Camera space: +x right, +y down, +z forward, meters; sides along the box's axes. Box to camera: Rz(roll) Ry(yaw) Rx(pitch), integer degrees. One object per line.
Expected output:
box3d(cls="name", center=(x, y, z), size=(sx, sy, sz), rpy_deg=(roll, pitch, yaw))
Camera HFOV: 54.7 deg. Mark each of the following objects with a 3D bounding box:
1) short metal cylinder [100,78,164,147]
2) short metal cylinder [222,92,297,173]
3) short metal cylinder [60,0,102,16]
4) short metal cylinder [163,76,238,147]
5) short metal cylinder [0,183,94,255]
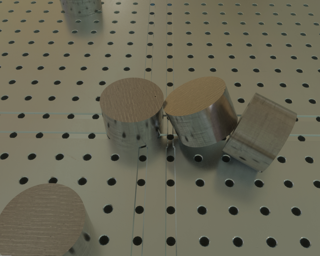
box3d(cls="short metal cylinder", center=(-0.035, -0.021, 0.409), size=(0.081, 0.050, 0.080), rpy_deg=(0, 50, 0))
box3d(cls="short metal cylinder", center=(0.115, 0.005, 0.363), size=(0.050, 0.080, 0.080), rpy_deg=(30, 56, 10))
box3d(cls="short metal cylinder", center=(-0.159, -0.265, 0.613), size=(0.081, 0.050, 0.080), rpy_deg=(0, 50, 0))
box3d(cls="short metal cylinder", center=(0.051, -0.021, 0.389), size=(0.080, 0.050, 0.080), rpy_deg=(-20, 32, 14))
box3d(cls="short metal cylinder", center=(-0.110, 0.102, 0.305), size=(0.081, 0.050, 0.080), rpy_deg=(0, 50, 0))
